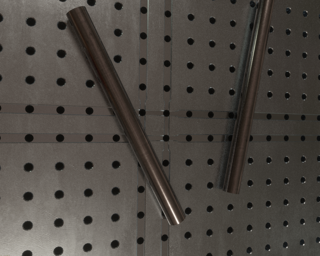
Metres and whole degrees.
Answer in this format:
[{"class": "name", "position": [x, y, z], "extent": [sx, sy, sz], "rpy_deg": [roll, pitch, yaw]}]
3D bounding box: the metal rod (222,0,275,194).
[{"class": "metal rod", "position": [0.134, -0.052, 0.463], "extent": [0.025, 0.025, 0.298], "rpy_deg": [13, 86, -20]}]

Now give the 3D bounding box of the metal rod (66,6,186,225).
[{"class": "metal rod", "position": [-0.039, -0.008, 0.398], "extent": [0.025, 0.025, 0.299], "rpy_deg": [-28, 100, -18]}]
